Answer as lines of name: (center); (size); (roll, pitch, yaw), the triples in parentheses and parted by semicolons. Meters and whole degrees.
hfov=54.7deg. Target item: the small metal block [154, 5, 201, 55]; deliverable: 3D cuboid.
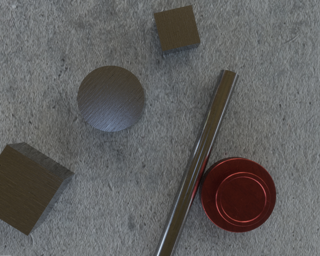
small metal block: (0.022, -0.129, 0.410); (0.050, 0.025, 0.050); (-13, 90, -1)

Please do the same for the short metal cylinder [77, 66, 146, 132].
short metal cylinder: (-0.059, -0.035, 0.397); (0.081, 0.050, 0.079); (0, 90, -1)

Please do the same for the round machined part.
round machined part: (0.103, 0.088, 0.403); (0.099, 0.042, 0.097); (0, 90, -1)

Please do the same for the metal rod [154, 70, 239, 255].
metal rod: (0.042, 0.068, 0.410); (0.025, 0.025, 0.299); (20, 90, -1)

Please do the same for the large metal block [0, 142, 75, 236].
large metal block: (-0.171, 0.074, 0.395); (0.080, 0.050, 0.080); (32, 90, -1)
